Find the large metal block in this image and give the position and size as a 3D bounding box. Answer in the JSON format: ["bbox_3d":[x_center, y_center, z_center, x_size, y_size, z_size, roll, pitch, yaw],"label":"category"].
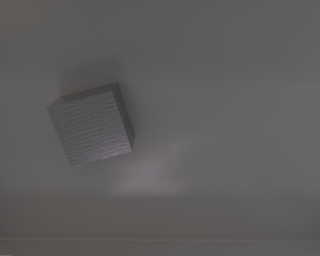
[{"bbox_3d":[-0.083,-0.006,0.395,0.080,0.050,0.080,-14,110,5],"label":"large metal block"}]
